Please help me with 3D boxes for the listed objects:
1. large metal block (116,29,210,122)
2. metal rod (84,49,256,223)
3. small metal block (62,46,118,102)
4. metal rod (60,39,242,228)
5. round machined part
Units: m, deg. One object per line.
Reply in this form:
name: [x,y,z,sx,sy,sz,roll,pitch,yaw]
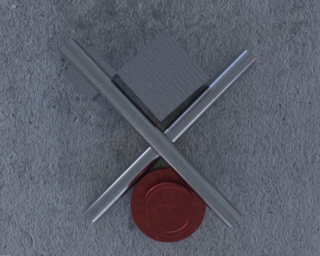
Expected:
large metal block: [0.004,-0.064,0.400,0.080,0.050,0.080,-42,91,0]
metal rod: [0.014,0.010,0.413,0.025,0.025,0.300,45,89,-1]
small metal block: [-0.090,-0.071,0.411,0.050,0.025,0.050,43,90,-1]
metal rod: [-0.011,0.007,0.385,0.025,0.025,0.300,-44,91,0]
round machined part: [0.011,0.101,0.402,0.099,0.042,0.097,0,90,-1]
